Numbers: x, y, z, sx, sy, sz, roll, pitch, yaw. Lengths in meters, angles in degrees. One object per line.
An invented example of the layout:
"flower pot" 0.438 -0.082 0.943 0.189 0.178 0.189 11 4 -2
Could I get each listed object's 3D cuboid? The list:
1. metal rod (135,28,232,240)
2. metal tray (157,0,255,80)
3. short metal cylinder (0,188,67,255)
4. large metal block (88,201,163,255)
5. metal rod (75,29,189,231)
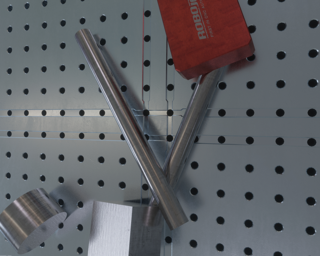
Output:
"metal rod" 0.030 0.018 0.401 0.025 0.025 0.298 24 98 18
"metal tray" 0.051 -0.134 0.377 0.090 0.030 0.129 -19 71 18
"short metal cylinder" -0.184 0.134 0.448 0.050 0.080 0.080 42 103 15
"large metal block" -0.045 0.136 0.392 0.080 0.050 0.080 -6 75 45
"metal rod" -0.044 -0.010 0.411 0.025 0.025 0.299 -33 73 17
